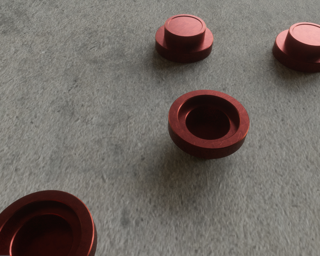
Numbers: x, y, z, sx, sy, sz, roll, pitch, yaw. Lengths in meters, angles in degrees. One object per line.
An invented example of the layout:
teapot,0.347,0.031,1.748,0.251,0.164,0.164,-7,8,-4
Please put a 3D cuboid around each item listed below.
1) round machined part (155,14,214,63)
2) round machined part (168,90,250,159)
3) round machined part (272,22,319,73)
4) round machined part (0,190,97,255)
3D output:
round machined part,0.041,-0.157,0.524,0.099,0.042,0.098,0,50,0
round machined part,0.059,0.000,0.393,0.099,0.042,0.098,0,50,0
round machined part,0.242,-0.138,0.512,0.099,0.042,0.098,0,50,0
round machined part,-0.110,0.113,0.296,0.099,0.042,0.098,0,50,0
